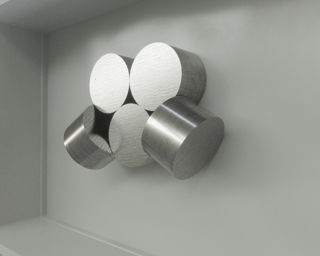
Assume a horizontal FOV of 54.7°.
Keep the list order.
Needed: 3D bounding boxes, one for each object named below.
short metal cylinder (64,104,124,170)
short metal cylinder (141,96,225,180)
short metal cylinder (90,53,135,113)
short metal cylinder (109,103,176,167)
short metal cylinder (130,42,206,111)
[{"bbox_3d":[-0.088,0.013,0.442,0.050,0.081,0.080,-37,67,34],"label":"short metal cylinder"},{"bbox_3d":[0.026,0.011,0.347,0.050,0.081,0.079,37,113,34],"label":"short metal cylinder"},{"bbox_3d":[-0.053,-0.059,0.432,0.080,0.050,0.080,0,90,40],"label":"short metal cylinder"},{"bbox_3d":[-0.021,0.009,0.406,0.080,0.050,0.080,0,90,40],"label":"short metal cylinder"},{"bbox_3d":[0.009,-0.060,0.381,0.080,0.050,0.080,0,90,40],"label":"short metal cylinder"}]
